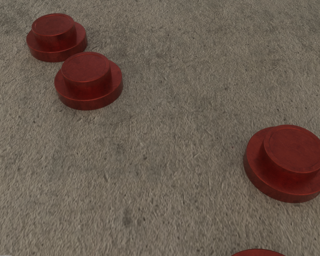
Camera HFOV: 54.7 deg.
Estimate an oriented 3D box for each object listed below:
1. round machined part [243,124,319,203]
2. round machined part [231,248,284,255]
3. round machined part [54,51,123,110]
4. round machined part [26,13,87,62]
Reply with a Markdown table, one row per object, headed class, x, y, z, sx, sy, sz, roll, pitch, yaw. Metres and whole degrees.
| class | x | y | z | sx | sy | sz | roll | pitch | yaw |
| --- | --- | --- | --- | --- | --- | --- | --- | --- | --- |
| round machined part | 0.152 | 0.034 | 0.364 | 0.099 | 0.042 | 0.098 | 0 | 50 | 0 |
| round machined part | 0.086 | 0.158 | 0.260 | 0.099 | 0.042 | 0.098 | 0 | 50 | 0 |
| round machined part | -0.105 | -0.075 | 0.454 | 0.099 | 0.042 | 0.098 | 0 | 50 | 0 |
| round machined part | -0.176 | -0.158 | 0.524 | 0.099 | 0.042 | 0.098 | 0 | 50 | 0 |
